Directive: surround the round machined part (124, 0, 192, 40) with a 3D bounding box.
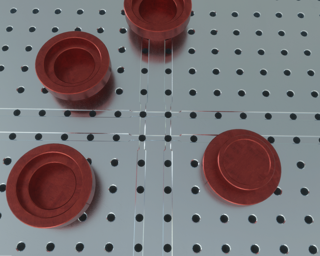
[{"bbox_3d":[-0.003,-0.172,0.466,0.099,0.042,0.098,0,70,-1],"label":"round machined part"}]

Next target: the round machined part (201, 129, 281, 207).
[{"bbox_3d":[0.103,0.047,0.387,0.099,0.042,0.098,0,70,-1],"label":"round machined part"}]

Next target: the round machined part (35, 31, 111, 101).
[{"bbox_3d":[-0.117,-0.082,0.431,0.099,0.042,0.098,0,70,-1],"label":"round machined part"}]

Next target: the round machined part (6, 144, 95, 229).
[{"bbox_3d":[-0.127,0.071,0.375,0.099,0.042,0.098,0,70,-1],"label":"round machined part"}]
